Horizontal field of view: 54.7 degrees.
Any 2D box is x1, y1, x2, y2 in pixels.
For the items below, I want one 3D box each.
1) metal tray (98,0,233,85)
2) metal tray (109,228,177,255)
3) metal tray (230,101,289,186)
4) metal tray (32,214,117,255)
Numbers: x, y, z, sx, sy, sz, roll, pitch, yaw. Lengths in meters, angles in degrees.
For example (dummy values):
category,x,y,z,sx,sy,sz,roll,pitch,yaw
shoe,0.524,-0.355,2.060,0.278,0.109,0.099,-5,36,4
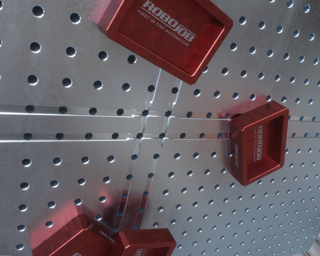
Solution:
category,x,y,z,sx,sy,sz,roll,pitch,yaw
metal tray,0.011,-0.114,0.344,0.131,0.030,0.090,23,106,-37
metal tray,-0.039,0.217,0.482,0.091,0.030,0.129,10,113,-33
metal tray,0.166,0.028,0.518,0.091,0.030,0.129,-23,127,-15
metal tray,-0.113,0.195,0.469,0.090,0.030,0.130,-38,130,-3
